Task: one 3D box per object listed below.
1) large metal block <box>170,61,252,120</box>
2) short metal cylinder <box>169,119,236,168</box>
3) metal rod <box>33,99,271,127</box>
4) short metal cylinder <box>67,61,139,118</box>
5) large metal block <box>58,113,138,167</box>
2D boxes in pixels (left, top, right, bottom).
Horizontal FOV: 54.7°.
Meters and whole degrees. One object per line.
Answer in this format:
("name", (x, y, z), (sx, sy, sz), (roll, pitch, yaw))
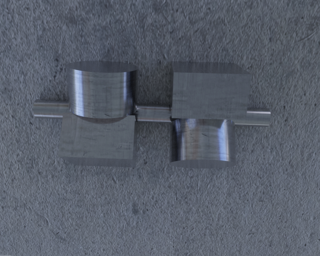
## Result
("large metal block", (0.054, -0.047, 0.364), (0.081, 0.080, 0.050), (1, 110, -1))
("short metal cylinder", (0.052, 0.020, 0.383), (0.081, 0.080, 0.050), (2, 75, -1))
("metal rod", (-0.009, -0.019, 0.406), (0.302, 0.025, 0.025), (2, 110, -1))
("short metal cylinder", (-0.066, -0.048, 0.363), (0.081, 0.080, 0.050), (3, 110, -2))
("large metal block", (-0.070, 0.018, 0.381), (0.081, 0.080, 0.050), (2, 76, -2))
